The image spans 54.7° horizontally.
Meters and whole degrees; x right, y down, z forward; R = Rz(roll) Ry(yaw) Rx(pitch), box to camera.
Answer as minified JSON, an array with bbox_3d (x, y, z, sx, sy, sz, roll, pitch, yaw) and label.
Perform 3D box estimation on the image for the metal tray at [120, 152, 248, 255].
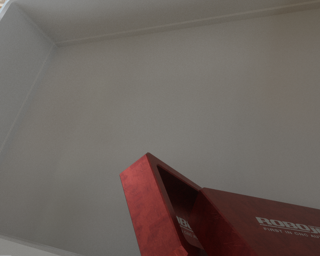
[{"bbox_3d":[0.028,0.085,0.263,0.030,0.130,0.090,-39,43,14],"label":"metal tray"}]

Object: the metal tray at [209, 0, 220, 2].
[{"bbox_3d":[0.125,-0.270,0.505,0.090,0.030,0.130,-3,60,26],"label":"metal tray"}]

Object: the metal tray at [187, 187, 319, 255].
[{"bbox_3d":[0.096,0.085,0.220,0.090,0.131,0.030,-134,61,-67],"label":"metal tray"}]
